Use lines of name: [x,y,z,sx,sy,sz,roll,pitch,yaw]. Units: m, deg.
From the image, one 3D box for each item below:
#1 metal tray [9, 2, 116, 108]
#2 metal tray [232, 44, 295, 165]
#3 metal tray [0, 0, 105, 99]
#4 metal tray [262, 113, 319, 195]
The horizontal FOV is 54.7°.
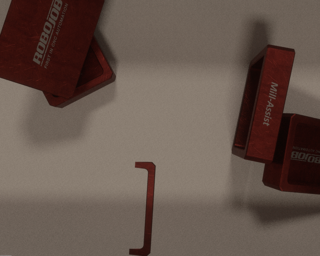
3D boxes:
metal tray: [-0.128,-0.102,0.407,0.090,0.030,0.130,-28,90,-1]
metal tray: [0.122,-0.026,0.379,0.030,0.090,0.129,12,90,4]
metal tray: [-0.128,-0.108,0.356,0.091,0.030,0.129,18,90,-30]
metal tray: [0.195,0.036,0.387,0.131,0.030,0.089,9,90,-23]
